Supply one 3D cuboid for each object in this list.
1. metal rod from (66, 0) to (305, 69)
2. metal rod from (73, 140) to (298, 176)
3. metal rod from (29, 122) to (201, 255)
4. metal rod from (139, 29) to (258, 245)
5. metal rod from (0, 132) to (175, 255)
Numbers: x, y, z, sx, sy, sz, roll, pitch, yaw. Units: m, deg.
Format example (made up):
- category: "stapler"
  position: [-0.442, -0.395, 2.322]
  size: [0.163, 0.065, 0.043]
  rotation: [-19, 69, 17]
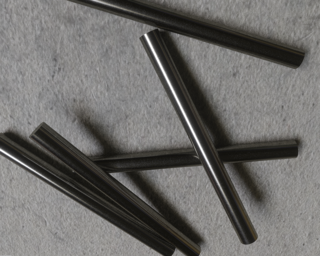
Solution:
- category: "metal rod"
  position: [0.025, -0.123, 0.364]
  size: [0.302, 0.025, 0.025]
  rotation: [15, 109, -6]
- category: "metal rod"
  position: [0.033, 0.041, 0.425]
  size: [0.302, 0.025, 0.025]
  rotation: [-5, 110, 1]
- category: "metal rod"
  position: [-0.046, 0.098, 0.425]
  size: [0.025, 0.025, 0.300]
  rotation: [-41, 113, 13]
- category: "metal rod"
  position: [0.054, 0.019, 0.394]
  size: [0.025, 0.025, 0.299]
  rotation: [-26, 100, 9]
- category: "metal rod"
  position: [-0.101, 0.103, 0.446]
  size: [0.301, 0.025, 0.025]
  rotation: [36, 106, -13]
